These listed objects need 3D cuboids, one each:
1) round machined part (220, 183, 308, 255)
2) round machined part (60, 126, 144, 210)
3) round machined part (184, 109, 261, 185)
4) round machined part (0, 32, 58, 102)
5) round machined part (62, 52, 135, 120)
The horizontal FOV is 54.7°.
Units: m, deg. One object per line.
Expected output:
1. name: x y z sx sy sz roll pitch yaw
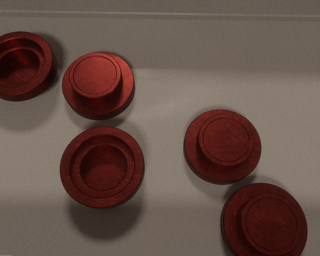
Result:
1. round machined part: 0.123 0.112 0.361 0.099 0.042 0.098 0 70 -1
2. round machined part: -0.068 0.050 0.381 0.099 0.042 0.098 0 70 -1
3. round machined part: 0.080 0.021 0.394 0.099 0.042 0.098 0 70 -1
4. round machined part: -0.191 -0.080 0.428 0.099 0.042 0.098 0 70 -1
5. round machined part: -0.085 -0.063 0.423 0.099 0.042 0.098 0 70 -1
